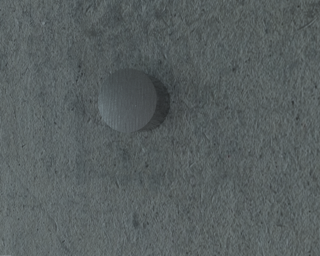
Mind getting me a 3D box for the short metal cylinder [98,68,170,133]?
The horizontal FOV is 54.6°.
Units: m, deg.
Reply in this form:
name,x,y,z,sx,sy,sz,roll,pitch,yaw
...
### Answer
name,x,y,z,sx,sy,sz,roll,pitch,yaw
short metal cylinder,-0.033,-0.034,0.408,0.080,0.050,0.080,0,90,20
